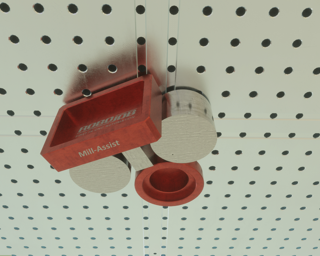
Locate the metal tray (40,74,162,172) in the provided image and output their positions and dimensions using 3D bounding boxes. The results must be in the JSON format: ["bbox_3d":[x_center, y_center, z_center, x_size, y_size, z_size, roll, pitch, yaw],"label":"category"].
[{"bbox_3d":[-0.064,-0.007,0.356,0.130,0.090,0.030,-18,128,15],"label":"metal tray"}]

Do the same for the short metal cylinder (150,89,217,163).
[{"bbox_3d":[0.028,-0.001,0.389,0.081,0.050,0.079,0,130,0],"label":"short metal cylinder"}]

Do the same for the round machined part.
[{"bbox_3d":[0.013,0.069,0.454,0.099,0.042,0.097,0,130,0],"label":"round machined part"}]

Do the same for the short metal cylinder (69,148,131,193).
[{"bbox_3d":[-0.079,0.045,0.428,0.081,0.050,0.079,0,130,0],"label":"short metal cylinder"}]

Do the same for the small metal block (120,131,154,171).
[{"bbox_3d":[-0.030,0.019,0.406,0.025,0.050,0.050,-20,128,16],"label":"small metal block"}]
